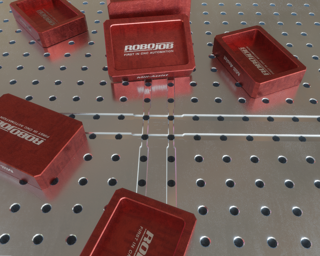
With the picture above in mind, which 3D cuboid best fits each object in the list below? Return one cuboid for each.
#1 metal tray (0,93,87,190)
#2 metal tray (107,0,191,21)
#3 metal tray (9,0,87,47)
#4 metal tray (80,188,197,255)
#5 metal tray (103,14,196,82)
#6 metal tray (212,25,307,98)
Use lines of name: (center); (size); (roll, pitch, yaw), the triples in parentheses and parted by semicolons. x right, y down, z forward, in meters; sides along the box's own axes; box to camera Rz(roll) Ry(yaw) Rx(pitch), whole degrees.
metal tray: (-0.173, 0.012, 0.394); (0.130, 0.030, 0.090); (20, 53, 16)
metal tray: (-0.018, -0.179, 0.515); (0.131, 0.090, 0.030); (-9, 50, -7)
metal tray: (-0.207, -0.207, 0.577); (0.091, 0.030, 0.130); (-32, 57, -24)
metal tray: (-0.027, 0.130, 0.294); (0.090, 0.030, 0.130); (17, 52, 14)
metal tray: (-0.017, -0.123, 0.479); (0.131, 0.030, 0.090); (-6, 83, -5)
metal tray: (0.155, -0.111, 0.498); (0.091, 0.030, 0.130); (-17, 52, -14)
